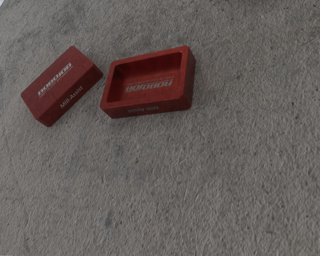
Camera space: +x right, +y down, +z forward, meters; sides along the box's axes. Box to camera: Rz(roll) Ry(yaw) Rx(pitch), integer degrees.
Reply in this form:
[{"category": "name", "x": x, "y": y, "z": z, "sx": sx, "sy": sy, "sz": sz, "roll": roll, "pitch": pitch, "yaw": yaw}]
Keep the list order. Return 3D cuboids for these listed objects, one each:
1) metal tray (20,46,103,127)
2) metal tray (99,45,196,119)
[{"category": "metal tray", "x": -0.171, "y": -0.074, "z": 0.537, "sx": 0.130, "sy": 0.030, "sz": 0.090, "roll": -45, "pitch": 51, "yaw": -3}, {"category": "metal tray", "x": -0.017, "y": -0.065, "z": 0.449, "sx": 0.130, "sy": 0.030, "sz": 0.090, "roll": -6, "pitch": 59, "yaw": 25}]
